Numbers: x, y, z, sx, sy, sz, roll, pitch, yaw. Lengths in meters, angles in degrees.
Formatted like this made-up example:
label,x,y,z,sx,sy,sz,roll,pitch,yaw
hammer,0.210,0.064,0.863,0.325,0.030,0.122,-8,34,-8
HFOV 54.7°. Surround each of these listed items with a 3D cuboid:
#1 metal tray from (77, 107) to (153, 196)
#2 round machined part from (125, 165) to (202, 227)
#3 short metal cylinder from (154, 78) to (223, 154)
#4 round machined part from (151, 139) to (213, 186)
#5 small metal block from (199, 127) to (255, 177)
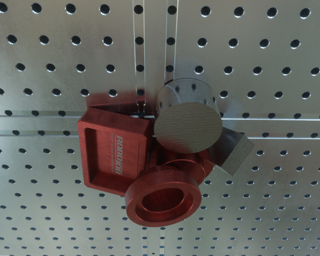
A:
label,x,y,z,sx,sy,sz,roll,pitch,yaw
metal tray,-0.061,0.039,0.427,0.090,0.030,0.129,13,130,7
round machined part,0.002,0.087,0.412,0.099,0.042,0.097,-7,133,-8
short metal cylinder,0.033,-0.014,0.383,0.081,0.050,0.079,0,130,0
round machined part,0.029,0.054,0.446,0.099,0.042,0.097,-1,130,0
small metal block,0.087,0.029,0.409,0.025,0.050,0.050,39,85,-28
